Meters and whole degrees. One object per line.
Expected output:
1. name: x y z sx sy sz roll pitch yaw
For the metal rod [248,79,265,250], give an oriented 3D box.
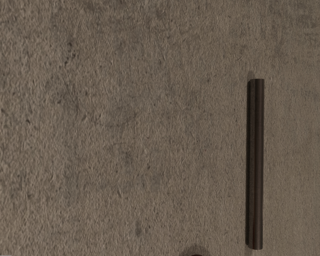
1. metal rod: 0.172 0.063 0.551 0.025 0.025 0.298 1 89 -40
